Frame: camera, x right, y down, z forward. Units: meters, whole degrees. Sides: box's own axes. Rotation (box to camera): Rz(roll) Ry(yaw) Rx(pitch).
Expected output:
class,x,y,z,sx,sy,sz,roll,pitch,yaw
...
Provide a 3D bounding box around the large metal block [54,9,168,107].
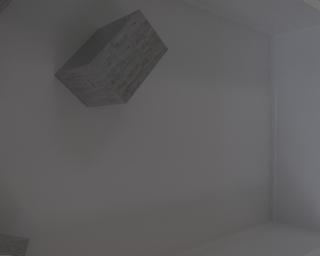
class,x,y,z,sx,sy,sz,roll,pitch,yaw
large metal block,-0.052,-0.070,0.327,0.050,0.080,0.080,49,61,-29

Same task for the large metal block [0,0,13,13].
class,x,y,z,sx,sy,sz,roll,pitch,yaw
large metal block,-0.156,-0.134,0.239,0.080,0.080,0.050,18,79,-39

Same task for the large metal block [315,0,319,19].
class,x,y,z,sx,sy,sz,roll,pitch,yaw
large metal block,0.411,-0.317,0.736,0.080,0.050,0.080,-43,116,-31

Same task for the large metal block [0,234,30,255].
class,x,y,z,sx,sy,sz,roll,pitch,yaw
large metal block,-0.146,0.122,0.232,0.050,0.080,0.080,11,71,-4
